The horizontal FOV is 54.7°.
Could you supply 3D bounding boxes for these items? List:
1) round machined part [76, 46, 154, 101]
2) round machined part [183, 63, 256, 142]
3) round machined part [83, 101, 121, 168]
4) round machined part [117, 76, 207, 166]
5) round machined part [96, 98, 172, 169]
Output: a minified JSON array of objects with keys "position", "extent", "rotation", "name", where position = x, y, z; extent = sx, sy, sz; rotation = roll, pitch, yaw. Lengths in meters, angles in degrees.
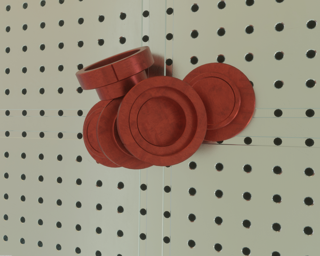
[{"position":[-0.053,-0.068,0.397],"extent":[0.098,0.098,0.042],"rotation":[-13,111,19],"name":"round machined part"},{"position":[0.066,-0.032,0.380],"extent":[0.098,0.042,0.097],"rotation":[0,90,19],"name":"round machined part"},{"position":[-0.065,0.006,0.425],"extent":[0.098,0.042,0.097],"rotation":[0,90,19],"name":"round machined part"},{"position":[0.000,-0.007,0.352],"extent":[0.099,0.042,0.097],"rotation":[0,89,-14],"name":"round machined part"},{"position":[-0.028,0.003,0.387],"extent":[0.099,0.042,0.097],"rotation":[1,87,-17],"name":"round machined part"}]
